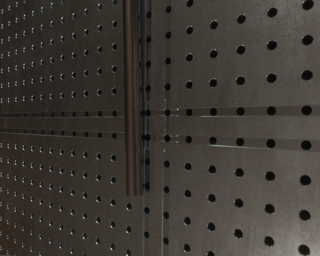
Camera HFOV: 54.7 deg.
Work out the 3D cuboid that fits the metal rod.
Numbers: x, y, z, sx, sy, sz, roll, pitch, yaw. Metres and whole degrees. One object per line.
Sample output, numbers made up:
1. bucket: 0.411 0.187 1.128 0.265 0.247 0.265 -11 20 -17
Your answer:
1. metal rod: -0.038 -0.056 0.438 0.025 0.025 0.298 -2 89 39
